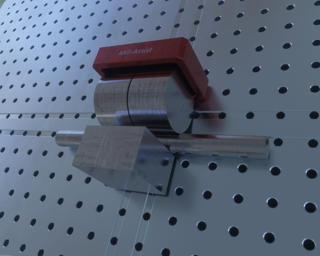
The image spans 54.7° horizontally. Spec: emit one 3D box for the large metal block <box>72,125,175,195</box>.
[{"bbox_3d":[-0.040,0.038,0.365,0.080,0.080,0.050,1,62,28],"label":"large metal block"}]

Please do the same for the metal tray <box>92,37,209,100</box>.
[{"bbox_3d":[-0.012,-0.072,0.412,0.130,0.090,0.030,1,63,29],"label":"metal tray"}]

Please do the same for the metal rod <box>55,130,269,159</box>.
[{"bbox_3d":[-0.018,0.018,0.401,0.300,0.025,0.025,1,62,28],"label":"metal rod"}]

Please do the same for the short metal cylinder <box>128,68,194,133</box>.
[{"bbox_3d":[0.004,-0.034,0.388,0.050,0.080,0.080,2,63,29],"label":"short metal cylinder"}]

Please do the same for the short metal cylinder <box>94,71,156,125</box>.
[{"bbox_3d":[-0.042,-0.034,0.412,0.050,0.080,0.080,1,62,28],"label":"short metal cylinder"}]
